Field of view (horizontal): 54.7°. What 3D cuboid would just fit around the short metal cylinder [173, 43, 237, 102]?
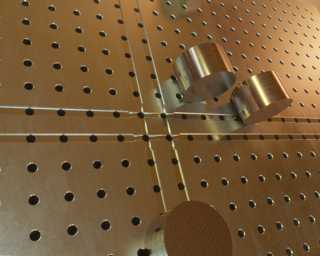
[{"bbox_3d":[0.066,-0.080,0.459,0.081,0.080,0.050,-5,65,-31],"label":"short metal cylinder"}]

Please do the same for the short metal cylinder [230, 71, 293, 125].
[{"bbox_3d":[0.159,-0.046,0.489,0.081,0.080,0.050,-9,66,-32],"label":"short metal cylinder"}]

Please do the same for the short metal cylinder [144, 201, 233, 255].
[{"bbox_3d":[0.030,0.125,0.334,0.081,0.050,0.080,14,56,-21],"label":"short metal cylinder"}]
